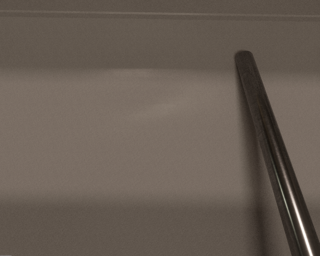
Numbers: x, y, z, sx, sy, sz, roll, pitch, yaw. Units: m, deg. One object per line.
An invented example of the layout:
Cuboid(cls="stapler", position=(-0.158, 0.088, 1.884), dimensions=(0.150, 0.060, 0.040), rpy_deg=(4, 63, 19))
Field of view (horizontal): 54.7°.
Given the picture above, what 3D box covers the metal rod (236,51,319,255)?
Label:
Cuboid(cls="metal rod", position=(0.124, 0.010, 0.350), dimensions=(0.025, 0.025, 0.300), rpy_deg=(0, 48, 0))
